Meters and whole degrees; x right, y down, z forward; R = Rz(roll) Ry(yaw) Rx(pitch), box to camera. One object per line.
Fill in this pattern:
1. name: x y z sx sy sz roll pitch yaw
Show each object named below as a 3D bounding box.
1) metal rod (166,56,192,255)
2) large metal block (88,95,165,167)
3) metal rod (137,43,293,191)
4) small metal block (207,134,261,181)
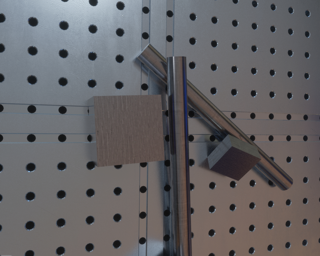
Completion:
1. metal rod: 0.026 0.059 0.407 0.025 0.025 0.298 -5 97 -20
2. large metal block: -0.043 0.002 0.383 0.081 0.050 0.079 -4 91 -20
3. metal rod: 0.088 -0.007 0.444 0.300 0.025 0.025 41 77 -16
4. small metal block: 0.104 0.043 0.436 0.050 0.025 0.050 23 124 -19
